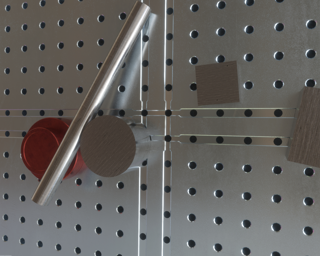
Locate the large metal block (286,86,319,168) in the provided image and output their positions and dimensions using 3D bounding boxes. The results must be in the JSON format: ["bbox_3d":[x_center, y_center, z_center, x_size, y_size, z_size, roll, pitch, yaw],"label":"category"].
[{"bbox_3d":[0.187,0.003,0.334,0.080,0.050,0.079,12,94,19],"label":"large metal block"}]

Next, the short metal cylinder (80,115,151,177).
[{"bbox_3d":[-0.059,0.023,0.419,0.080,0.050,0.079,0,90,19],"label":"short metal cylinder"}]

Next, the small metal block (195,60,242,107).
[{"bbox_3d":[0.073,-0.054,0.386,0.050,0.025,0.050,-4,89,19],"label":"small metal block"}]

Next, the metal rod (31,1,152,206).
[{"bbox_3d":[-0.092,-0.033,0.420,0.025,0.025,0.299,28,90,17],"label":"metal rod"}]

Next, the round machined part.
[{"bbox_3d":[-0.165,0.033,0.460,0.098,0.042,0.097,0,90,19],"label":"round machined part"}]
